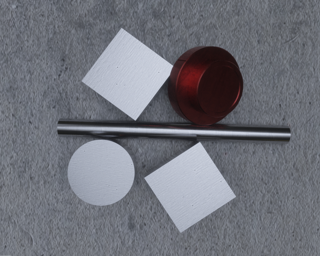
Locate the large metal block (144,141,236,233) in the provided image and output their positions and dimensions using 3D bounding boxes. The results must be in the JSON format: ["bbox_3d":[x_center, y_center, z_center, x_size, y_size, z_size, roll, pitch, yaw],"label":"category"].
[{"bbox_3d":[0.037,0.072,0.399,0.080,0.050,0.080,-33,90,0],"label":"large metal block"}]

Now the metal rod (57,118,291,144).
[{"bbox_3d":[0.019,0.004,0.412,0.302,0.025,0.025,2,90,-1],"label":"metal rod"}]

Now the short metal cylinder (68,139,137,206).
[{"bbox_3d":[-0.071,0.054,0.398,0.081,0.050,0.079,0,90,-1],"label":"short metal cylinder"}]

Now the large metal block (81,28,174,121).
[{"bbox_3d":[-0.038,-0.065,0.396,0.080,0.050,0.080,37,90,-1],"label":"large metal block"}]

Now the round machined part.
[{"bbox_3d":[0.062,-0.050,0.380,0.099,0.042,0.097,-8,108,-26],"label":"round machined part"}]
